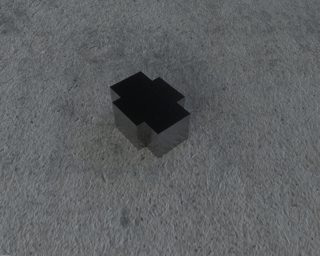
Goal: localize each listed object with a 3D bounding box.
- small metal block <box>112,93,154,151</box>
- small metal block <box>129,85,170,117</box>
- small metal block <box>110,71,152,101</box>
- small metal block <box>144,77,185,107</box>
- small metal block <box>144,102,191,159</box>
[{"bbox_3d":[-0.033,-0.007,0.393,0.025,0.050,0.050,-33,58,-24],"label":"small metal block"},{"bbox_3d":[-0.014,-0.019,0.404,0.025,0.050,0.050,-33,58,-24],"label":"small metal block"},{"bbox_3d":[-0.038,-0.042,0.422,0.050,0.050,0.025,-32,57,-24],"label":"small metal block"},{"bbox_3d":[0.006,-0.032,0.414,0.025,0.050,0.050,-34,58,-25],"label":"small metal block"},{"bbox_3d":[0.009,0.004,0.385,0.050,0.050,0.025,-32,57,-24],"label":"small metal block"}]
